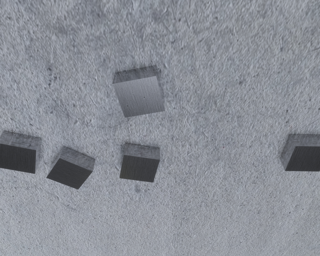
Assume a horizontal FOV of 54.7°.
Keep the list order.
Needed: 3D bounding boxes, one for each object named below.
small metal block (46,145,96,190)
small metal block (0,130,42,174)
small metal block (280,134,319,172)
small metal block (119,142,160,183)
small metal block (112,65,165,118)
[{"bbox_3d":[-0.131,0.059,0.456,0.050,0.025,0.050,27,125,-22],"label":"small metal block"},{"bbox_3d":[-0.197,0.035,0.435,0.050,0.025,0.050,12,129,-11],"label":"small metal block"},{"bbox_3d":[0.206,0.035,0.439,0.050,0.025,0.050,1,130,-1],"label":"small metal block"},{"bbox_3d":[-0.030,0.051,0.450,0.050,0.025,0.050,9,130,-8],"label":"small metal block"},{"bbox_3d":[-0.024,-0.043,0.370,0.050,0.025,0.050,-9,130,7],"label":"small metal block"}]
